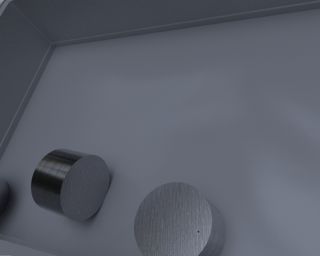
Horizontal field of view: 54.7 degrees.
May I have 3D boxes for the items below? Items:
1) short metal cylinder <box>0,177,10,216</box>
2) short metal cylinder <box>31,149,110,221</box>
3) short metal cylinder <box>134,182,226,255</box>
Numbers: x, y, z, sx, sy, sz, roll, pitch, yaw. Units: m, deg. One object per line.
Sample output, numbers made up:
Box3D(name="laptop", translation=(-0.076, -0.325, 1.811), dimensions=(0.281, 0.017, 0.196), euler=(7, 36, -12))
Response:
Box3D(name="short metal cylinder", translation=(-0.266, 0.097, 0.444), dimensions=(0.081, 0.050, 0.080), euler=(4, 66, -9))
Box3D(name="short metal cylinder", translation=(-0.108, 0.069, 0.384), dimensions=(0.050, 0.080, 0.080), euler=(8, 66, 31))
Box3D(name="short metal cylinder", translation=(0.021, 0.102, 0.315), dimensions=(0.080, 0.050, 0.080), euler=(-13, 56, 20))
